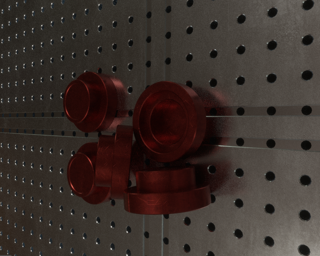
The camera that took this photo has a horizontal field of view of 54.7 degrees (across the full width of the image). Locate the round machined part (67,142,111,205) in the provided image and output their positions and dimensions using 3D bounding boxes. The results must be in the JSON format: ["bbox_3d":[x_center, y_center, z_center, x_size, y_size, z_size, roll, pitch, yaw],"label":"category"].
[{"bbox_3d":[-0.109,0.071,0.485,0.098,0.042,0.097,0,90,39],"label":"round machined part"}]

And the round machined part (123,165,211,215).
[{"bbox_3d":[0.007,0.067,0.354,0.098,0.099,0.042,-7,85,39],"label":"round machined part"}]

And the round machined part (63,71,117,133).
[{"bbox_3d":[-0.117,-0.041,0.492,0.098,0.042,0.097,0,90,39],"label":"round machined part"}]

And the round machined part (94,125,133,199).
[{"bbox_3d":[-0.061,0.044,0.410,0.042,0.098,0.097,5,90,-5],"label":"round machined part"}]

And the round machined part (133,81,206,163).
[{"bbox_3d":[0.016,-0.007,0.384,0.098,0.042,0.097,0,91,39],"label":"round machined part"}]
